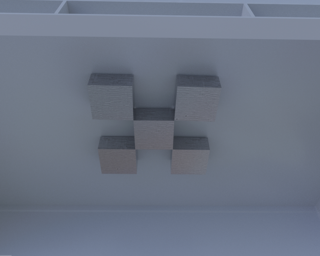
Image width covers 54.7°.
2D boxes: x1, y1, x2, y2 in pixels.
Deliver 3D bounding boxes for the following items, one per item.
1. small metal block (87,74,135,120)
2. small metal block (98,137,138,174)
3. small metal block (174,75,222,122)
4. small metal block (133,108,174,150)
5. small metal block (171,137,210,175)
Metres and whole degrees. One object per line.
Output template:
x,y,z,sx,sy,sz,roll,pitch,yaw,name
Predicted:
-0.057,-0.037,0.374,0.050,0.025,0.050,1,130,-1,small metal block
-0.058,0.039,0.439,0.050,0.025,0.050,0,130,-1,small metal block
0.044,-0.035,0.376,0.050,0.025,0.050,2,130,-2,small metal block
-0.008,0.002,0.407,0.050,0.025,0.050,0,130,-1,small metal block
0.041,0.040,0.440,0.050,0.025,0.050,1,130,-1,small metal block
